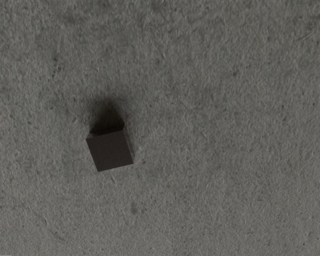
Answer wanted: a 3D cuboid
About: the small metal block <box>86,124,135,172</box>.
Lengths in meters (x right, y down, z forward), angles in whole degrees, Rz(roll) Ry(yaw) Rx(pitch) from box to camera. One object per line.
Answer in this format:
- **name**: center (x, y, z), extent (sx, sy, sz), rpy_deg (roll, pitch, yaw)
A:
- **small metal block**: center (-0.066, 0.027, 0.419), extent (0.050, 0.025, 0.050), rpy_deg (-14, 110, 4)
